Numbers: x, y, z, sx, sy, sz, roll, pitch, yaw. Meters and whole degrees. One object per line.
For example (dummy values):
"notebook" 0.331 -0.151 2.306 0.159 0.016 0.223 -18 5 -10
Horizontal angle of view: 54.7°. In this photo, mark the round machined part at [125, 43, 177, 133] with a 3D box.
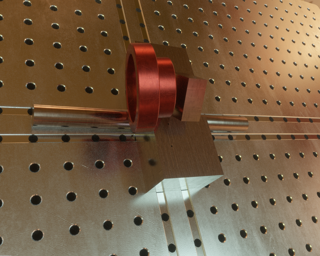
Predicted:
"round machined part" -0.011 -0.044 0.345 0.042 0.098 0.098 -3 63 -14

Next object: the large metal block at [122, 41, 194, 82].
"large metal block" 0.000 -0.069 0.434 0.081 0.050 0.080 1 62 -28

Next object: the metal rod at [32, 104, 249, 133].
"metal rod" -0.006 -0.009 0.410 0.303 0.025 0.025 2 61 -27

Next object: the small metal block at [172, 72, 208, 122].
"small metal block" 0.028 -0.039 0.375 0.025 0.050 0.050 1 18 -28

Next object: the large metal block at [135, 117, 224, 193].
"large metal block" 0.022 0.031 0.385 0.081 0.050 0.080 1 61 -28
